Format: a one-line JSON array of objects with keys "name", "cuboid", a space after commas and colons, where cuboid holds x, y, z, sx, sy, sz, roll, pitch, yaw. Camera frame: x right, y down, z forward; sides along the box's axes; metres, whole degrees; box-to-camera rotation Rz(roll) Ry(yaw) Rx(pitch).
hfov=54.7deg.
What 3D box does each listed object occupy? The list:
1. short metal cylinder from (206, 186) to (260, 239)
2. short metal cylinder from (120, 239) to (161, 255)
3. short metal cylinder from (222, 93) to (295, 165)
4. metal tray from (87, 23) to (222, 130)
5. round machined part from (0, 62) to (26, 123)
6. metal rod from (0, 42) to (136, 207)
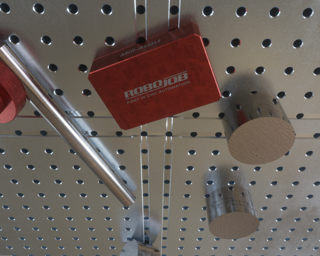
[{"name": "short metal cylinder", "cuboid": [0.119, 0.142, 0.517, 0.081, 0.050, 0.079, 0, 130, 0]}, {"name": "short metal cylinder", "cuboid": [-0.042, 0.262, 0.598, 0.050, 0.080, 0.080, 28, 125, -22]}, {"name": "short metal cylinder", "cuboid": [0.124, 0.002, 0.398, 0.081, 0.050, 0.079, 0, 130, 0]}, {"name": "metal tray", "cuboid": [-0.004, -0.055, 0.361, 0.130, 0.030, 0.090, -17, 128, 14]}, {"name": "round machined part", "cuboid": [-0.208, -0.039, 0.348, 0.098, 0.042, 0.097, 11, 139, 10]}, {"name": "metal rod", "cuboid": [-0.114, 0.016, 0.424, 0.025, 0.025, 0.299, -20, 128, 16]}]
